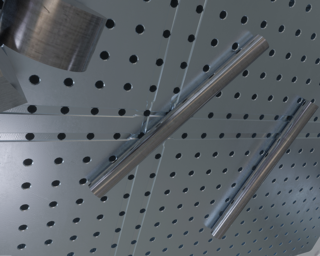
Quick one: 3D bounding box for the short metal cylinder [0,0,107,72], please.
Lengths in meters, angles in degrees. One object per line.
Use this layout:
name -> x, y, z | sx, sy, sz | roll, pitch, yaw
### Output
short metal cylinder -> -0.093, -0.090, 0.269 | 0.081, 0.080, 0.050 | 15, 110, -35

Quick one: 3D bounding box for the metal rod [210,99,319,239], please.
metal rod -> 0.183, 0.082, 0.562 | 0.025, 0.025, 0.299 | 21, 107, -36

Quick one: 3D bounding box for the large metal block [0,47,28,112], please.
large metal block -> -0.166, -0.038, 0.253 | 0.081, 0.080, 0.050 | -24, 86, -14

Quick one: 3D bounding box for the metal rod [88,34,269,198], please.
metal rod -> 0.025, -0.015, 0.415 | 0.300, 0.025, 0.025 | -42, 130, 0
